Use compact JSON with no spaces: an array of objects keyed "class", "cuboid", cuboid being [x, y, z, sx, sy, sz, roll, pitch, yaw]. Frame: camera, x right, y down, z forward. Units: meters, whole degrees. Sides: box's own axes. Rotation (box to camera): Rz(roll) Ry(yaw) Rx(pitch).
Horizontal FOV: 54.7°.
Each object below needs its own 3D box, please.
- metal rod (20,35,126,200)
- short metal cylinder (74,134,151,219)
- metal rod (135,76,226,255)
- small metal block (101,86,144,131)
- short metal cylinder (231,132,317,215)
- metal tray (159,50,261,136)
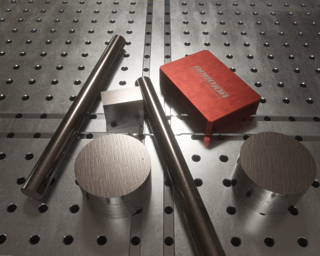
[{"class":"metal rod","cuboid":[-0.107,-0.038,0.438,0.025,0.025,0.300,11,51,9]},{"class":"short metal cylinder","cuboid":[-0.050,0.053,0.346,0.081,0.050,0.080,0,50,0]},{"class":"metal rod","cuboid":[0.018,0.042,0.372,0.025,0.025,0.300,-13,51,-11]},{"class":"small metal block","cuboid":[-0.049,-0.025,0.412,0.050,0.050,0.025,-10,51,-9]},{"class":"short metal cylinder","cuboid":[0.126,0.051,0.350,0.081,0.050,0.080,0,50,0]},{"class":"metal tray","cuboid":[0.069,-0.057,0.453,0.091,0.030,0.130,-24,54,-20]}]
